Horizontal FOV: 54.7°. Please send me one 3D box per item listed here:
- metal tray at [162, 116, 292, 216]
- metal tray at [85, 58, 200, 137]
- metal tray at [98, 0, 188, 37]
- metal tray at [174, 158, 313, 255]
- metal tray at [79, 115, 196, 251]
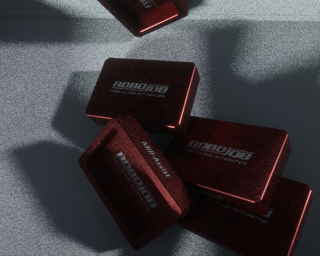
[{"bbox_3d":[0.069,0.036,0.353,0.130,0.030,0.090,11,56,38],"label":"metal tray"},{"bbox_3d":[-0.022,-0.043,0.402,0.130,0.030,0.090,8,69,22],"label":"metal tray"},{"bbox_3d":[-0.032,-0.181,0.403,0.090,0.130,0.030,-15,61,30],"label":"metal tray"},{"bbox_3d":[0.087,0.088,0.343,0.130,0.030,0.090,15,67,35],"label":"metal tray"},{"bbox_3d":[-0.031,0.061,0.355,0.090,0.030,0.130,-47,71,31],"label":"metal tray"}]
